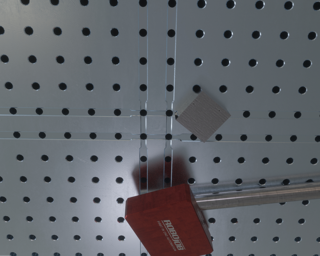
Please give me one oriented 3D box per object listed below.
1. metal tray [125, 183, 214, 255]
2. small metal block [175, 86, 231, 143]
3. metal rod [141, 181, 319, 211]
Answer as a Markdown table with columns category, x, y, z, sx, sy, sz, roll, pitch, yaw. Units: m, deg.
| category | x | y | z | sx | sy | sz | roll | pitch | yaw |
| --- | --- | --- | --- | --- | --- | --- | --- | --- | --- |
| metal tray | 0.016 | 0.141 | 0.441 | 0.090 | 0.030 | 0.129 | -17 | 126 | 10 |
| small metal block | 0.056 | -0.017 | 0.408 | 0.050 | 0.025 | 0.050 | 38 | 105 | -13 |
| metal rod | 0.121 | 0.102 | 0.452 | 0.302 | 0.025 | 0.025 | -6 | 110 | 2 |
